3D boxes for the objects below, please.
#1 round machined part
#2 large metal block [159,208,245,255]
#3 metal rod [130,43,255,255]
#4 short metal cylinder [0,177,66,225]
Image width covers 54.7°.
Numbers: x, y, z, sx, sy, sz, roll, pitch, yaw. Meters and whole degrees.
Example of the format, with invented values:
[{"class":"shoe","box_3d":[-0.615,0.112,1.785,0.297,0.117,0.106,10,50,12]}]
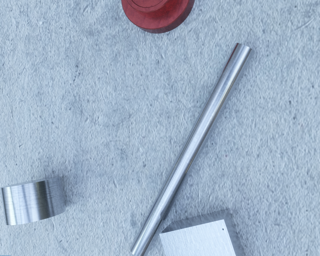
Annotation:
[{"class":"round machined part","box_3d":[-0.007,-0.177,0.402,0.098,0.042,0.097,0,90,19]},{"class":"large metal block","box_3d":[0.055,0.152,0.376,0.080,0.050,0.080,-19,84,18]},{"class":"metal rod","box_3d":[0.037,0.035,0.395,0.025,0.025,0.298,29,99,17]},{"class":"short metal cylinder","box_3d":[-0.180,0.101,0.441,0.080,0.080,0.050,-11,87,19]}]
